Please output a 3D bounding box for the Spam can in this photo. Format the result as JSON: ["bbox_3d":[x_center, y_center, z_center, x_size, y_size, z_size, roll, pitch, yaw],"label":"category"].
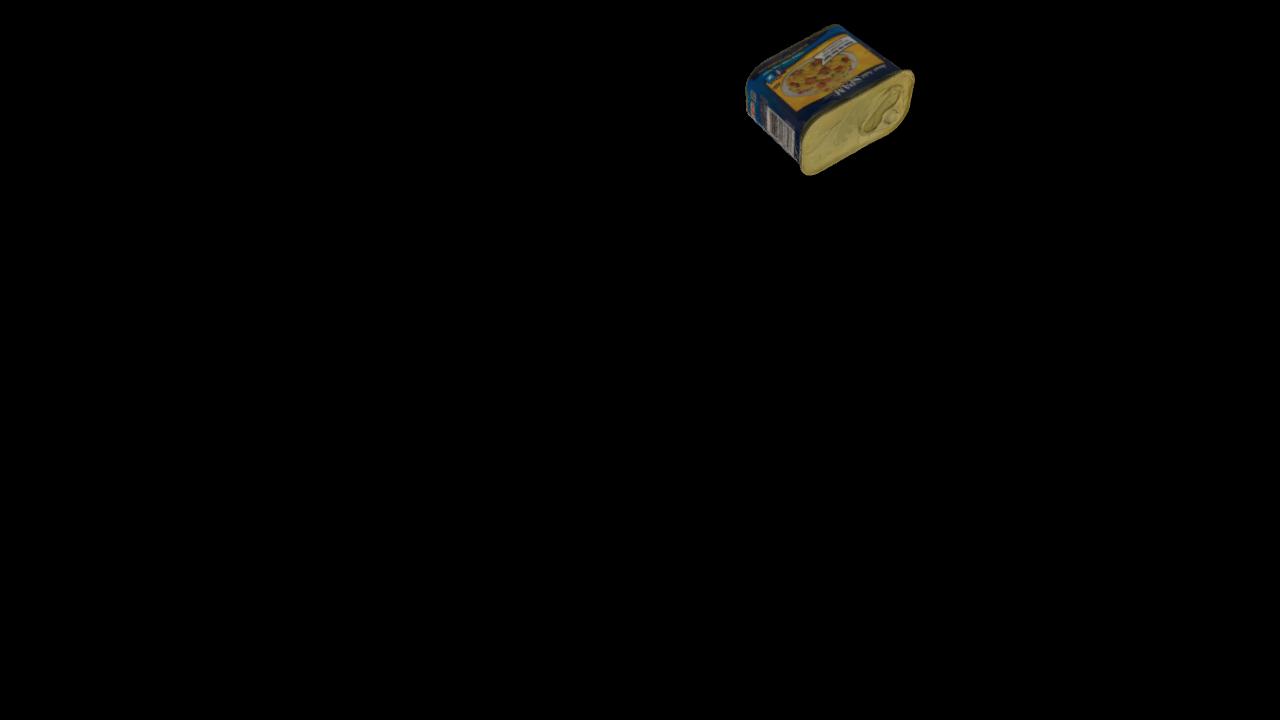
[{"bbox_3d":[0.146,-0.208,0.487,0.101,0.085,0.058,-30,-30,-5],"label":"Spam can"}]
